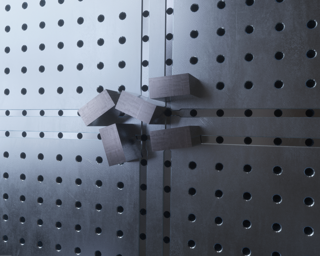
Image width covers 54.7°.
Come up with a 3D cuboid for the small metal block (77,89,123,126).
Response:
[{"bbox_3d":[-0.075,-0.026,0.424,0.050,0.050,0.025,-34,79,16],"label":"small metal block"}]

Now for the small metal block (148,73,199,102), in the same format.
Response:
[{"bbox_3d":[0.019,-0.050,0.392,0.050,0.050,0.025,-4,89,19],"label":"small metal block"}]

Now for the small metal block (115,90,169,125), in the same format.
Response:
[{"bbox_3d":[-0.022,-0.026,0.406,0.050,0.050,0.025,25,98,18],"label":"small metal block"}]

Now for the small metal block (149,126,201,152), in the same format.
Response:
[{"bbox_3d":[0.021,0.013,0.391,0.050,0.050,0.025,-8,87,19],"label":"small metal block"}]

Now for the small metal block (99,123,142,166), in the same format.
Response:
[{"bbox_3d":[-0.052,0.021,0.417,0.025,0.050,0.050,-19,84,19],"label":"small metal block"}]
